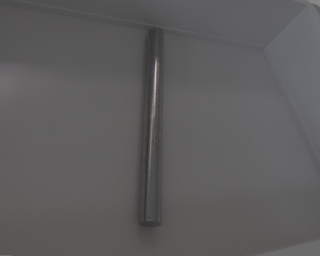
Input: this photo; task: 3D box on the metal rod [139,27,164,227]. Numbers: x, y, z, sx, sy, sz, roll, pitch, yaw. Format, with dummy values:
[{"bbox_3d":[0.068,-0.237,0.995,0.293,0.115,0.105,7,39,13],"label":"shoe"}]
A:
[{"bbox_3d":[-0.008,-0.023,0.414,0.025,0.025,0.300,14,56,-20],"label":"metal rod"}]
